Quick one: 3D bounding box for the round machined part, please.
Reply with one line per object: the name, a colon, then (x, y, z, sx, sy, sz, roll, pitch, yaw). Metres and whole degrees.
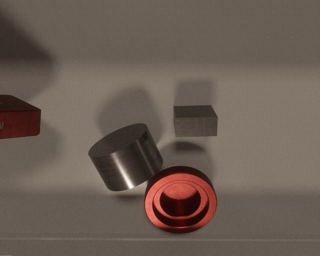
round machined part: (0.028, 0.097, 0.438, 0.099, 0.042, 0.097, 0, 110, -1)

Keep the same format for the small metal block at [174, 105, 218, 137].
small metal block: (0.044, -0.010, 0.395, 0.050, 0.050, 0.025, -1, 110, 0)

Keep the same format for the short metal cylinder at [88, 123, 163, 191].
short metal cylinder: (-0.043, 0.035, 0.395, 0.080, 0.080, 0.050, -22, 109, 7)

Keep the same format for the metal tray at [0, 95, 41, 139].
metal tray: (-0.210, -0.013, 0.332, 0.131, 0.090, 0.030, -6, 110, -46)
